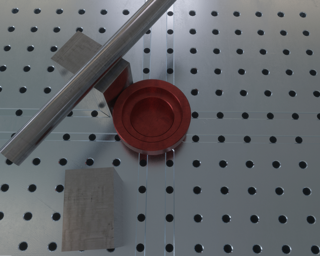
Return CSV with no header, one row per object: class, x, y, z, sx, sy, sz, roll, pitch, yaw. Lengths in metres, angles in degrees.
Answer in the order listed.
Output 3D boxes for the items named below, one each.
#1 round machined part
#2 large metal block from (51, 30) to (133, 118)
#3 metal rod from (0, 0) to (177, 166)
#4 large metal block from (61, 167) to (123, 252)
round machined part,-0.010,-0.012,0.407,0.099,0.042,0.098,0,70,0
large metal block,-0.083,-0.067,0.406,0.080,0.080,0.050,34,74,11
metal rod,-0.061,-0.081,0.355,0.025,0.025,0.300,36,73,12
large metal block,-0.071,0.093,0.348,0.050,0.080,0.080,-3,70,-1
